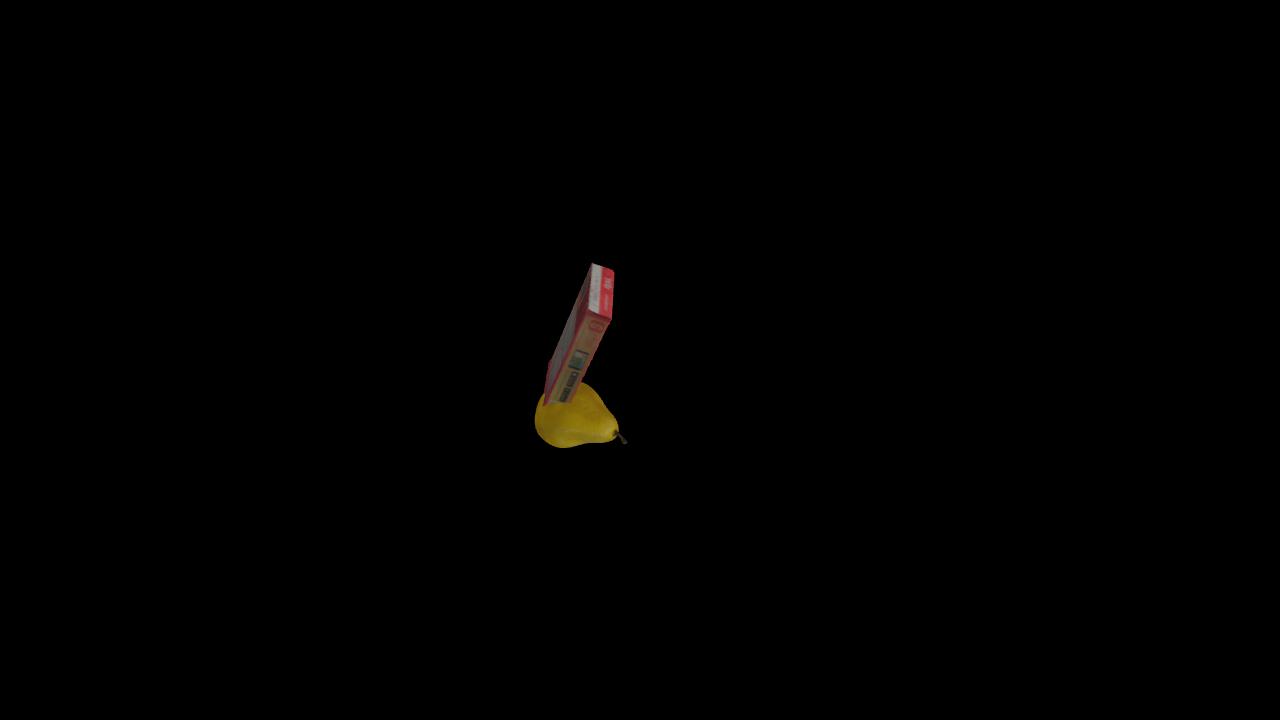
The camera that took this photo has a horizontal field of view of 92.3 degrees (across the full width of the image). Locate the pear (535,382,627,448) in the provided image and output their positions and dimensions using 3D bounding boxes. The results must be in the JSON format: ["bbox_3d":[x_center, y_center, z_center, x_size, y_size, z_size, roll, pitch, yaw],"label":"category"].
[{"bbox_3d":[-0.057,0.064,0.673,0.111,0.080,0.080,11,4,20],"label":"pear"}]

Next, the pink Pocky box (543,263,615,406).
[{"bbox_3d":[-0.067,-0.017,0.648,0.029,0.155,0.084,18,39,-14],"label":"pink Pocky box"}]
